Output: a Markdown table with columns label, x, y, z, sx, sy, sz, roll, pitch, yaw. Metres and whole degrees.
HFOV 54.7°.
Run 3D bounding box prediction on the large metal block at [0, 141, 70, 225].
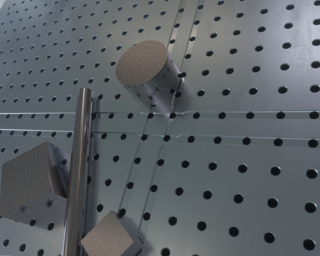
| label | x | y | z | sx | sy | sz | roll | pitch | yaw |
| --- | --- | --- | --- | --- | --- | --- | --- | --- | --- |
| large metal block | -0.172 | 0.077 | 0.435 | 0.080 | 0.050 | 0.080 | -27 | 52 | 11 |

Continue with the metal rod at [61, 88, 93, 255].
| label | x | y | z | sx | sy | sz | roll | pitch | yaw |
| --- | --- | --- | --- | --- | --- | --- | --- | --- | --- |
| metal rod | -0.112 | 0.067 | 0.425 | 0.025 | 0.025 | 0.299 | -17 | 55 | 18 |

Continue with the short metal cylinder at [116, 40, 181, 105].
| label | x | y | z | sx | sy | sz | roll | pitch | yaw |
| --- | --- | --- | --- | --- | --- | --- | --- | --- | --- |
| short metal cylinder | -0.016 | -0.080 | 0.450 | 0.080 | 0.050 | 0.080 | -13 | 56 | 21 |

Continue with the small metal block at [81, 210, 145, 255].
| label | x | y | z | sx | sy | sz | roll | pitch | yaw |
| --- | --- | --- | --- | --- | --- | --- | --- | --- | --- |
| small metal block | -0.055 | 0.133 | 0.356 | 0.050 | 0.025 | 0.050 | -45 | 51 | -4 |
